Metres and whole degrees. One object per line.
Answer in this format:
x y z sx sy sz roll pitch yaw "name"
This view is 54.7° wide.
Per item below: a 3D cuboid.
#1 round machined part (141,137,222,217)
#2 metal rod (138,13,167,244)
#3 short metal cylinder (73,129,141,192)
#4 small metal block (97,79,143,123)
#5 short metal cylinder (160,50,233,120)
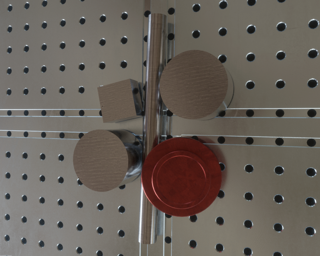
0.026 0.060 0.377 0.099 0.042 0.097 0 89 3 "round machined part"
-0.010 0.002 0.412 0.025 0.025 0.298 3 91 20 "metal rod"
-0.068 0.042 0.419 0.080 0.050 0.079 0 90 20 "short metal cylinder"
-0.054 -0.036 0.427 0.050 0.025 0.050 -12 86 19 "small metal block"
0.046 -0.050 0.378 0.080 0.050 0.079 0 90 20 "short metal cylinder"
